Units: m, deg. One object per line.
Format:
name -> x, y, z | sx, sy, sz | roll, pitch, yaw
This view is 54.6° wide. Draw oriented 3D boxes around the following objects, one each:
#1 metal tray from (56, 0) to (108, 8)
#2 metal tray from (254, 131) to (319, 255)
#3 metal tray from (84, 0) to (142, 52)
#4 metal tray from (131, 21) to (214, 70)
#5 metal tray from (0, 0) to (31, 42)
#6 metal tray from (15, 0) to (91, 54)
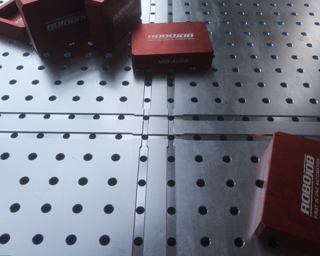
metal tray -> -0.166, -0.298, 0.654 | 0.130, 0.030, 0.090 | 15, 52, 12
metal tray -> 0.163, 0.070, 0.347 | 0.090, 0.030, 0.130 | 15, 52, 12
metal tray -> -0.075, -0.206, 0.538 | 0.030, 0.090, 0.130 | 19, 53, 15
metal tray -> 0.018, -0.140, 0.523 | 0.131, 0.030, 0.090 | -3, 50, -3
metal tray -> -0.244, -0.219, 0.587 | 0.090, 0.030, 0.130 | 21, 53, 16
metal tray -> -0.161, -0.190, 0.524 | 0.131, 0.090, 0.030 | -28, 56, -22
